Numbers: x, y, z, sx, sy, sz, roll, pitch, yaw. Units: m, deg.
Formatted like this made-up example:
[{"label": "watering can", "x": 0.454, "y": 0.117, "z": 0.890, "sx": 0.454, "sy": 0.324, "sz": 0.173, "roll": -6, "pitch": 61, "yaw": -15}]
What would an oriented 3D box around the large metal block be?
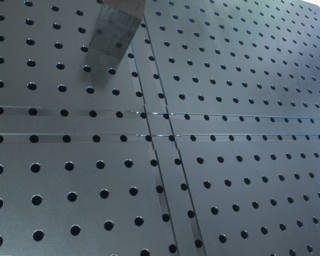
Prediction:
[{"label": "large metal block", "x": -0.058, "y": -0.159, "z": 0.438, "sx": 0.050, "sy": 0.080, "sz": 0.080, "roll": 18, "pitch": 55, "yaw": -18}]
